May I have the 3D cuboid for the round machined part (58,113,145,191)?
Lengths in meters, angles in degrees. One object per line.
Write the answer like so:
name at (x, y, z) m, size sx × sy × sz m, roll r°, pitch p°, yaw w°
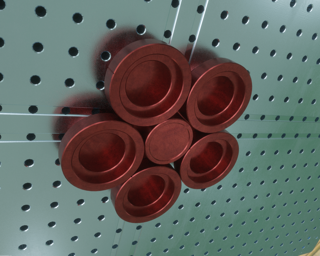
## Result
round machined part at (-0.072, 0.025, 0.375) m, size 0.099 × 0.042 × 0.097 m, roll -14°, pitch 124°, yaw -21°

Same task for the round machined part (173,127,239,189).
round machined part at (0.063, 0.039, 0.458) m, size 0.099 × 0.042 × 0.097 m, roll -14°, pitch 124°, yaw -21°

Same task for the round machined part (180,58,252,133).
round machined part at (0.068, -0.045, 0.408) m, size 0.099 × 0.042 × 0.097 m, roll -14°, pitch 124°, yaw -21°

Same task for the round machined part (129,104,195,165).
round machined part at (0.004, 0.009, 0.406) m, size 0.099 × 0.042 × 0.097 m, roll -14°, pitch 124°, yaw -21°

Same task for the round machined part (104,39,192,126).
round machined part at (-0.017, -0.054, 0.357) m, size 0.099 × 0.042 × 0.097 m, roll -14°, pitch 124°, yaw -21°

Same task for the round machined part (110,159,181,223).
round machined part at (-0.023, 0.083, 0.437) m, size 0.099 × 0.042 × 0.097 m, roll -14°, pitch 124°, yaw -21°
